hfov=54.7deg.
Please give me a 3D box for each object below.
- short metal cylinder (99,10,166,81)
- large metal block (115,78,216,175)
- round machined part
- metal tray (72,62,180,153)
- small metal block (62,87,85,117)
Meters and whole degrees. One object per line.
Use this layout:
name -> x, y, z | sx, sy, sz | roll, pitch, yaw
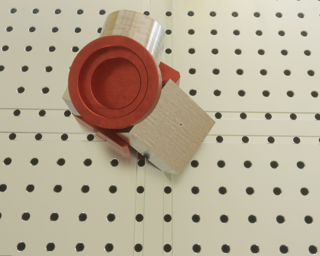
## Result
short metal cylinder -> -0.037, -0.099, 0.386 | 0.080, 0.080, 0.050 | 13, 71, 4
large metal block -> 0.007, -0.001, 0.379 | 0.080, 0.050, 0.080 | 42, 72, -19
round machined part -> -0.046, -0.048, 0.340 | 0.098, 0.042, 0.097 | 0, 90, 11
metal tray -> -0.044, -0.043, 0.425 | 0.090, 0.030, 0.130 | 33, 73, 11
small metal block -> -0.091, -0.044, 0.380 | 0.025, 0.050, 0.050 | 18, 71, 6
